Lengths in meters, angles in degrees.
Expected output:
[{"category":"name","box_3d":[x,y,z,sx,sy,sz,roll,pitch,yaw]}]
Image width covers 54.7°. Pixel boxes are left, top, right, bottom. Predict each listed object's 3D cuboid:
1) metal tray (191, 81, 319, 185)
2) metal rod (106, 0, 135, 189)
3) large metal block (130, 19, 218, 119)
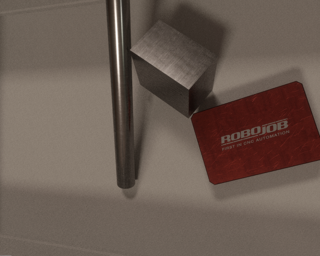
[{"category":"metal tray","box_3d":[0.112,0.008,0.368,0.130,0.030,0.090,-18,84,18]},{"category":"metal rod","box_3d":[-0.045,-0.056,0.361,0.025,0.025,0.298,11,118,19]},{"category":"large metal block","box_3d":[0.017,-0.067,0.367,0.080,0.080,0.050,37,77,16]}]
